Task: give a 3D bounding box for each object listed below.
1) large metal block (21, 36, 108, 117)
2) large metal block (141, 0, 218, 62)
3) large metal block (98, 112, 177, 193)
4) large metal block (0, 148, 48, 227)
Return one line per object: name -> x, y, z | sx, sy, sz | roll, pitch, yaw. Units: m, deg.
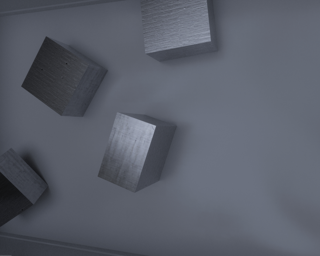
large metal block -> -0.136, -0.071, 0.444 | 0.080, 0.050, 0.080 | 34, 101, 16
large metal block -> 0.025, -0.134, 0.388 | 0.080, 0.050, 0.080 | -6, 88, 19
large metal block -> -0.025, 0.027, 0.389 | 0.050, 0.080, 0.080 | 20, 97, 18
large metal block -> -0.233, 0.090, 0.461 | 0.080, 0.050, 0.080 | -34, 105, 16
